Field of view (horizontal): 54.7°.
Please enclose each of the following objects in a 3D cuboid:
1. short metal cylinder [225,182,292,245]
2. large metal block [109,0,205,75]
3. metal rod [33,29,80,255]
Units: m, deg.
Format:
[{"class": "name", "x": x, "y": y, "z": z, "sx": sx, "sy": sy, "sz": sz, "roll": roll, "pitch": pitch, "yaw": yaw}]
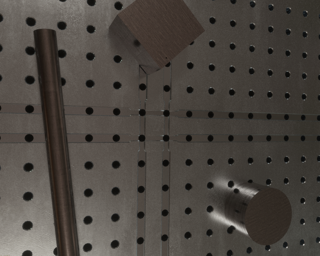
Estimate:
[{"class": "short metal cylinder", "x": 0.143, "y": 0.123, "z": 0.454, "sx": 0.081, "sy": 0.050, "sz": 0.079, "roll": 0, "pitch": 90, "yaw": -21}, {"class": "large metal block", "x": -0.004, "y": -0.128, "z": 0.399, "sx": 0.080, "sy": 0.050, "sz": 0.080, "roll": -44, "pitch": 104, "yaw": -15}, {"class": "metal rod", "x": -0.121, "y": 0.036, "z": 0.368, "sx": 0.025, "sy": 0.025, "sz": 0.298, "roll": -6, "pitch": 92, "yaw": -20}]
